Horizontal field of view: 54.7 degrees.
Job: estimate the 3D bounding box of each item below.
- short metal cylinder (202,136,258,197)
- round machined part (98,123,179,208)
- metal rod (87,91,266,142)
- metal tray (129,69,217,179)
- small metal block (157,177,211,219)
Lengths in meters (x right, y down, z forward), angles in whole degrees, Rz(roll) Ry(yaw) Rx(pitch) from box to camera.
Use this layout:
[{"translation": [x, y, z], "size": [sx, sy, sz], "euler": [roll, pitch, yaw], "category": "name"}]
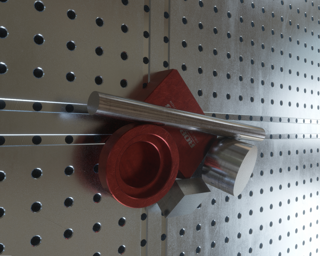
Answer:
[{"translation": [0.105, 0.055, 0.464], "size": [0.081, 0.050, 0.079], "euler": [-36, 137, -43], "category": "short metal cylinder"}, {"translation": [-0.028, 0.042, 0.370], "size": [0.099, 0.042, 0.097], "euler": [-5, 99, -34], "category": "round machined part"}, {"translation": [0.047, -0.007, 0.410], "size": [0.302, 0.025, 0.025], "euler": [9, 84, -40], "category": "metal rod"}, {"translation": [0.020, -0.004, 0.426], "size": [0.090, 0.030, 0.130], "euler": [-51, 120, -28], "category": "metal tray"}, {"translation": [0.032, 0.094, 0.421], "size": [0.050, 0.025, 0.050], "euler": [3, 131, -41], "category": "small metal block"}]
